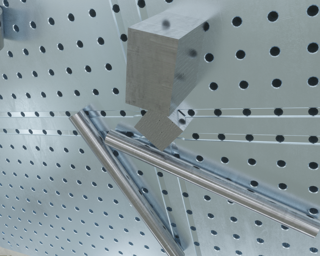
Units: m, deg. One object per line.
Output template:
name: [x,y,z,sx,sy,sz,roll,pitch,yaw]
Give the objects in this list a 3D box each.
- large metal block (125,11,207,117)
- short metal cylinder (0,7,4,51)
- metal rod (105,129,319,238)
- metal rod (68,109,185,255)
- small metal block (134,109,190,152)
large metal block: [0.007,-0.071,0.329,0.050,0.080,0.079,19,126,17]
short metal cylinder: [-0.261,-0.141,0.426,0.080,0.080,0.050,27,128,11]
metal rod: [0.060,0.070,0.422,0.301,0.025,0.025,23,127,14]
metal rod: [-0.047,0.101,0.498,0.025,0.025,0.299,-23,106,36]
small metal block: [0.002,-0.005,0.407,0.050,0.025,0.050,42,129,-1]
